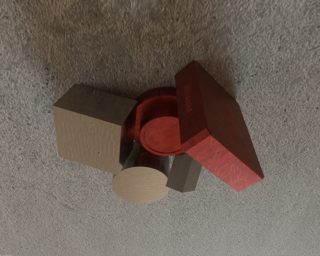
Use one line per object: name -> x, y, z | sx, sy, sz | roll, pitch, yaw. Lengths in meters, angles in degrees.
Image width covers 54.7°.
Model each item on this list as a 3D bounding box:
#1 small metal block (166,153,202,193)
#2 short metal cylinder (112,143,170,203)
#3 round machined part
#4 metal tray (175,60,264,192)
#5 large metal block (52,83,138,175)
small metal block -> 0.036, 0.060, 0.430 | 0.025, 0.050, 0.050 | 17, 180, 26
short metal cylinder -> -0.026, 0.064, 0.447 | 0.081, 0.050, 0.079 | 0, 130, 0
round machined part -> 0.008, -0.002, 0.397 | 0.099, 0.042, 0.097 | -1, 130, 0
metal tray -> 0.060, -0.007, 0.333 | 0.030, 0.130, 0.090 | -37, 121, 26
large metal block -> -0.077, 0.002, 0.376 | 0.080, 0.050, 0.079 | 16, 130, 8
